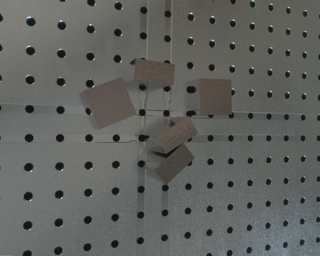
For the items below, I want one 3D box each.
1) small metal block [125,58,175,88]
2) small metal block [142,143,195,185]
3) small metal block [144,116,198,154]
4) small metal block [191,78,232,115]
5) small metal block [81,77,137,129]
[{"bbox_3d":[-0.015,-0.068,0.395,0.050,0.050,0.025,4,89,-20],"label":"small metal block"},{"bbox_3d":[0.010,0.044,0.404,0.050,0.050,0.025,-41,104,-15],"label":"small metal block"},{"bbox_3d":[0.013,0.008,0.405,0.050,0.050,0.025,-31,100,-18],"label":"small metal block"},{"bbox_3d":[0.073,-0.043,0.441,0.050,0.025,0.050,-1,91,-21],"label":"small metal block"},{"bbox_3d":[-0.064,-0.031,0.390,0.050,0.025,0.050,-24,98,-19],"label":"small metal block"}]
